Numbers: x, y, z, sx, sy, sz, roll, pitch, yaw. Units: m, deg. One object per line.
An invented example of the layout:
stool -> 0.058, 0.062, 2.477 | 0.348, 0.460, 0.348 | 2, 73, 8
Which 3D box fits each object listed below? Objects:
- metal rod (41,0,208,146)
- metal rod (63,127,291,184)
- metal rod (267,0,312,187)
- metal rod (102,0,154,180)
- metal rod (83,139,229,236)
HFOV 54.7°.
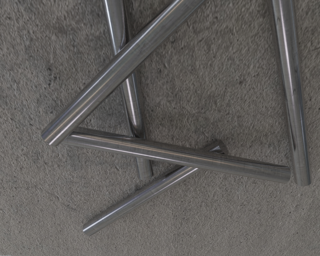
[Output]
metal rod -> -0.018, -0.081, 0.308 | 0.299, 0.025, 0.025 | -41, 120, 18
metal rod -> 0.028, 0.036, 0.403 | 0.302, 0.025, 0.025 | 11, 129, -10
metal rod -> 0.167, -0.026, 0.385 | 0.025, 0.025, 0.299 | -16, 129, 13
metal rod -> -0.035, -0.044, 0.368 | 0.025, 0.025, 0.298 | -4, 130, 3
metal rod -> -0.021, 0.105, 0.496 | 0.299, 0.025, 0.025 | -36, 122, 26
